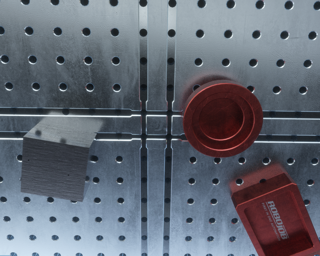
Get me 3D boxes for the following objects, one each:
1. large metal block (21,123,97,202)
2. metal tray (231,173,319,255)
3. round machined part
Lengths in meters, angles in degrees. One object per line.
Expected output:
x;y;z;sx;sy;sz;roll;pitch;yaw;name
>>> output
-0.134;0.045;0.416;0.081;0.050;0.079;10;110;-4;large metal block
0.174;0.141;0.463;0.090;0.030;0.130;-25;108;9;metal tray
0.077;-0.014;0.400;0.099;0.042;0.097;0;110;0;round machined part
